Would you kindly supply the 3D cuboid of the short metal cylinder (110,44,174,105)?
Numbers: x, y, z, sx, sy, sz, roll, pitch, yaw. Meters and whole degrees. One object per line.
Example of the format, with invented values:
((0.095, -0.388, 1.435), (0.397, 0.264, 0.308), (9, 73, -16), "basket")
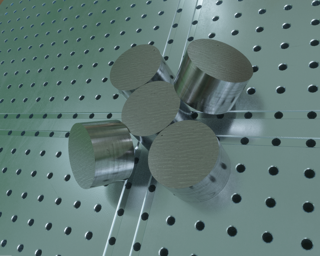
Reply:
((-0.025, -0.073, 0.448), (0.080, 0.050, 0.080), (-13, 56, 20), "short metal cylinder")

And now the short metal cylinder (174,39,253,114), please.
((0.063, -0.062, 0.371), (0.081, 0.050, 0.080), (11, 46, -11), "short metal cylinder")

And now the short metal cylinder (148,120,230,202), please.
((0.034, 0.038, 0.350), (0.080, 0.050, 0.080), (-13, 56, 20), "short metal cylinder")

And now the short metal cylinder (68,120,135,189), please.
((-0.074, 0.031, 0.384), (0.080, 0.050, 0.079), (12, 105, 52), "short metal cylinder")

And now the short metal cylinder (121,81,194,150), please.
((-0.002, -0.014, 0.400), (0.080, 0.050, 0.080), (-13, 56, 20), "short metal cylinder")
